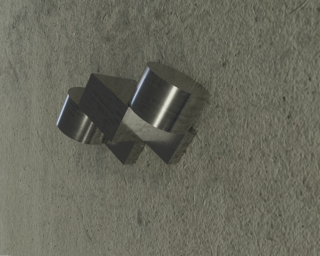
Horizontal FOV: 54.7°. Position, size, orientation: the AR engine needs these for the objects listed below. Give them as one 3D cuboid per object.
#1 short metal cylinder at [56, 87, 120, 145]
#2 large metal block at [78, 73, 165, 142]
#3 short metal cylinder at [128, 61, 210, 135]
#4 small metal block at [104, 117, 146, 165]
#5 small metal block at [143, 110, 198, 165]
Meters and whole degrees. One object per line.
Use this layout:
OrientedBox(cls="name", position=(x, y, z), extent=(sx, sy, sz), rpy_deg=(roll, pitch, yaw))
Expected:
OrientedBox(cls="short metal cylinder", position=(-0.105, -0.019, 0.457), extent=(0.080, 0.081, 0.050), rpy_deg=(43, 116, 31))
OrientedBox(cls="large metal block", position=(-0.046, -0.026, 0.410), extent=(0.080, 0.081, 0.050), rpy_deg=(42, 115, 31))
OrientedBox(cls="short metal cylinder", position=(0.010, -0.036, 0.362), extent=(0.080, 0.081, 0.050), rpy_deg=(43, 116, 31))
OrientedBox(cls="small metal block", position=(-0.048, 0.017, 0.447), extent=(0.050, 0.025, 0.050), rpy_deg=(43, 116, 31))
OrientedBox(cls="small metal block", position=(0.012, 0.011, 0.397), extent=(0.050, 0.025, 0.050), rpy_deg=(43, 116, 31))
